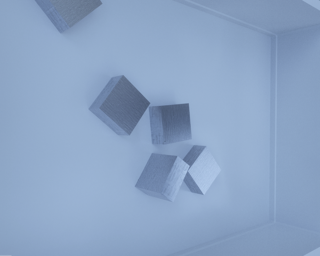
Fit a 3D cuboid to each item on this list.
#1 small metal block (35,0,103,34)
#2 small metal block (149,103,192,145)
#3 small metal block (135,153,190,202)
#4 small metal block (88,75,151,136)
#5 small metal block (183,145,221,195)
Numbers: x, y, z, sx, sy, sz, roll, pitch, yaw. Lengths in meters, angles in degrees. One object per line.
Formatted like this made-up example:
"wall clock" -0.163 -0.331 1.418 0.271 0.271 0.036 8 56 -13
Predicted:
"small metal block" -0.098 -0.137 0.324 0.050 0.025 0.050 -51 120 -28
"small metal block" 0.014 -0.006 0.418 0.050 0.025 0.050 -9 96 -40
"small metal block" 0.003 0.061 0.392 0.025 0.050 0.050 41 65 -33
"small metal block" -0.047 -0.026 0.367 0.050 0.025 0.050 45 63 -31
"small metal block" 0.057 0.061 0.454 0.050 0.025 0.050 -49 119 -29
